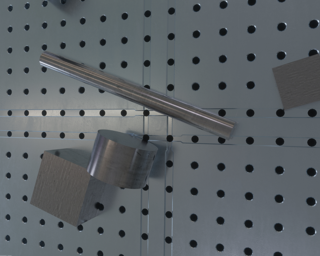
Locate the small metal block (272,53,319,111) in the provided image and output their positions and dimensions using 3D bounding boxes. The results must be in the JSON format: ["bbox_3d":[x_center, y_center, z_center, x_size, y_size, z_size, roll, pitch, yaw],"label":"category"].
[{"bbox_3d":[0.161,-0.051,0.355,0.050,0.025,0.050,-16,85,19],"label":"small metal block"}]

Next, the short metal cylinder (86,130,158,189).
[{"bbox_3d":[-0.048,0.039,0.400,0.080,0.080,0.050,20,97,19],"label":"short metal cylinder"}]

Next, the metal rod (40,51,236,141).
[{"bbox_3d":[-0.043,-0.051,0.427,0.301,0.025,0.025,23,98,18],"label":"metal rod"}]

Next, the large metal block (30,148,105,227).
[{"bbox_3d":[-0.128,0.081,0.444,0.080,0.050,0.080,19,96,19],"label":"large metal block"}]
